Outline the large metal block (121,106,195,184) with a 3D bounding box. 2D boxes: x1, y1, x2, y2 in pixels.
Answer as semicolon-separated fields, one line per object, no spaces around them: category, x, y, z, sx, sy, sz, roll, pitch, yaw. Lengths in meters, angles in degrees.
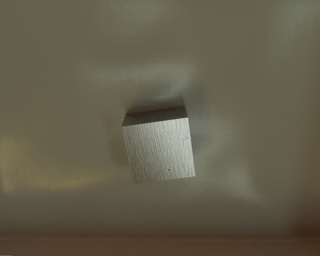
large metal block;-0.001;0.021;0.406;0.080;0.050;0.080;-8;110;3
